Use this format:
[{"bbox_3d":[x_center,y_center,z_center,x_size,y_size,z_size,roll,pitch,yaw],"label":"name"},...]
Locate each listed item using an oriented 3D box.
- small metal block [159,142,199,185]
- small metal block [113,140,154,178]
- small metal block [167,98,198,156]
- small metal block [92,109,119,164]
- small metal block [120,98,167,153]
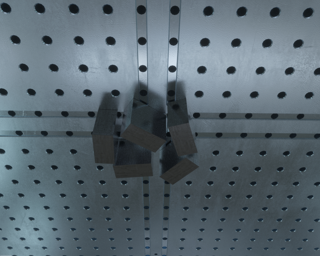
[{"bbox_3d":[0.026,0.042,0.430,0.025,0.050,0.050,35,122,-25],"label":"small metal block"},{"bbox_3d":[-0.035,0.041,0.429,0.050,0.050,0.025,-4,130,3],"label":"small metal block"},{"bbox_3d":[0.028,-0.001,0.394,0.025,0.050,0.050,-13,128,10],"label":"small metal block"},{"bbox_3d":[-0.070,0.011,0.404,0.025,0.050,0.050,3,131,-2],"label":"small metal block"},{"bbox_3d":[-0.020,-0.004,0.392,0.050,0.050,0.025,27,126,-21],"label":"small metal block"}]
